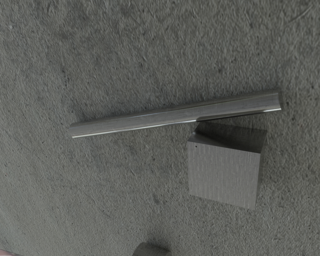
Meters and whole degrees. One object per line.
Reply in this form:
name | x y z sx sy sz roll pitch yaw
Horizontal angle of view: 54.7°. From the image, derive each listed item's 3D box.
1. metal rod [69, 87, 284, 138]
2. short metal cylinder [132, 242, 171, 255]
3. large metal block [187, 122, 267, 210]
metal rod | -0.002 -0.013 0.398 0.300 0.025 0.025 -8 115 31
short metal cylinder | -0.019 0.244 0.531 0.050 0.080 0.079 13 124 20
large metal block | 0.081 0.043 0.374 0.080 0.050 0.079 9 122 23
